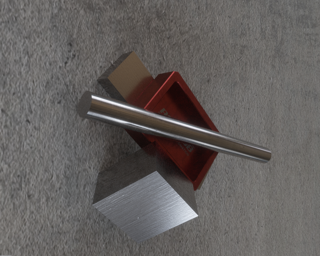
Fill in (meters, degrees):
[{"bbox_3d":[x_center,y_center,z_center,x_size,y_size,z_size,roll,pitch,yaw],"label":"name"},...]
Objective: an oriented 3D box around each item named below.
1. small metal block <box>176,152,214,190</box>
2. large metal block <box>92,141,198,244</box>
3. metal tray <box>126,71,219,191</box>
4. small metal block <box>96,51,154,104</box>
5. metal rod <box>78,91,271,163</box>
[{"bbox_3d":[0.045,0.053,0.446,0.050,0.025,0.050,46,62,-31],"label":"small metal block"},{"bbox_3d":[-0.015,0.074,0.349,0.080,0.080,0.050,51,18,-28],"label":"large metal block"},{"bbox_3d":[0.022,0.006,0.390,0.130,0.030,0.090,51,60,-28],"label":"metal tray"},{"bbox_3d":[-0.039,-0.056,0.375,0.050,0.025,0.050,52,59,-28],"label":"small metal block"},{"bbox_3d":[0.045,0.010,0.374,0.302,0.025,0.025,16,80,-39],"label":"metal rod"}]
